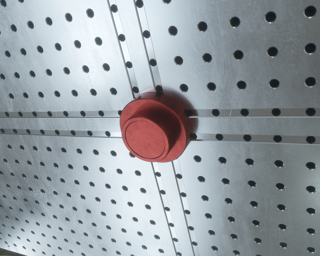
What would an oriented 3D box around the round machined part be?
[{"bbox_3d":[-0.011,0.006,0.408,0.098,0.042,0.097,13,124,20],"label":"round machined part"}]
